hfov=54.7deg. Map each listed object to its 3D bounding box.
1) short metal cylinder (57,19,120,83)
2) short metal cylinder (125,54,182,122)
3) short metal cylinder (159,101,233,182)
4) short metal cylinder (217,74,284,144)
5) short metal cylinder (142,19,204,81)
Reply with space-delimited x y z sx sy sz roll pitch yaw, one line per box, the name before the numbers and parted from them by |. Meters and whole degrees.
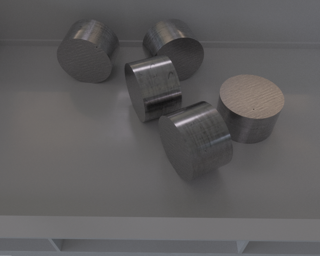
short metal cylinder | -0.106 -0.114 0.464 0.080 0.080 0.050 6 51 5
short metal cylinder | -0.010 -0.053 0.414 0.050 0.080 0.080 -18 52 -14
short metal cylinder | 0.039 0.015 0.357 0.050 0.080 0.080 -22 53 -17
short metal cylinder | 0.116 -0.026 0.411 0.080 0.050 0.080 0 50 0
short metal cylinder | 0.019 -0.115 0.466 0.081 0.080 0.050 -14 52 -11
